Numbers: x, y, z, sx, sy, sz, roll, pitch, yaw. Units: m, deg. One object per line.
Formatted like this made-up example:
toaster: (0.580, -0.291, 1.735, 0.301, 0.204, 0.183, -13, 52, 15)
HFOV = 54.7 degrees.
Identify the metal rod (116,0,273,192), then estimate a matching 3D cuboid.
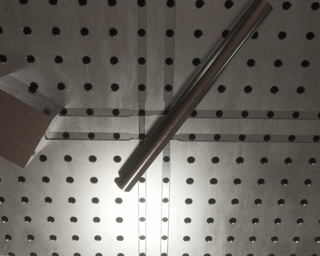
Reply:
metal rod: (0.035, -0.032, 0.402, 0.025, 0.025, 0.299, 34, 106, -12)

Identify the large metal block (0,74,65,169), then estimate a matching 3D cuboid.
large metal block: (-0.183, -0.009, 0.394, 0.080, 0.050, 0.080, 32, 107, -12)
